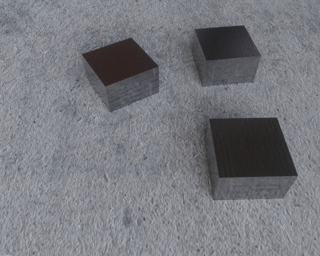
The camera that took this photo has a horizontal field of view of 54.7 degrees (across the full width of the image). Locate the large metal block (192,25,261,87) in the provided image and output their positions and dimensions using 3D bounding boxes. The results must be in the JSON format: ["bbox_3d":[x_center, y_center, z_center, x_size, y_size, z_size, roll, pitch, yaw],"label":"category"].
[{"bbox_3d":[0.099,-0.113,0.483,0.081,0.050,0.080,-6,50,-5],"label":"large metal block"}]

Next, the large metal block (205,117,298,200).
[{"bbox_3d":[0.099,0.035,0.358,0.081,0.050,0.080,-1,50,-1],"label":"large metal block"}]

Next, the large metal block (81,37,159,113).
[{"bbox_3d":[-0.057,-0.079,0.453,0.081,0.050,0.080,-25,55,-20],"label":"large metal block"}]
